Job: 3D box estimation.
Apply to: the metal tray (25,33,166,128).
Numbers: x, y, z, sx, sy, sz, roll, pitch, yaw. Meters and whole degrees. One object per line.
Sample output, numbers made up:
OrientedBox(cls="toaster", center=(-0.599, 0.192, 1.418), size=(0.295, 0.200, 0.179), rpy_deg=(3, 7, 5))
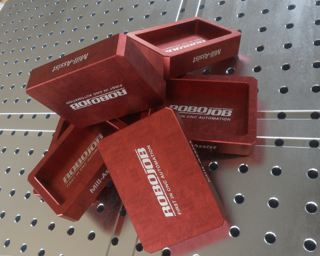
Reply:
OrientedBox(cls="metal tray", center=(-0.070, -0.046, 0.349), size=(0.130, 0.090, 0.030), rpy_deg=(-14, 56, 26))

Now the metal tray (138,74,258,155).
OrientedBox(cls="metal tray", center=(0.046, -0.020, 0.370), size=(0.130, 0.030, 0.090), rpy_deg=(4, 63, 11))

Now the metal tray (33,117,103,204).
OrientedBox(cls="metal tray", center=(-0.118, 0.039, 0.445), size=(0.090, 0.030, 0.130), rpy_deg=(-4, 59, 25))

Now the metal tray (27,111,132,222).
OrientedBox(cls="metal tray", center=(-0.098, 0.039, 0.394), size=(0.090, 0.030, 0.130), rpy_deg=(30, 78, 38))

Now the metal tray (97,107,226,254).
OrientedBox(cls="metal tray", center=(0.001, 0.054, 0.329), size=(0.090, 0.030, 0.130), rpy_deg=(-26, 86, 12))

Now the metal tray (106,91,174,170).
OrientedBox(cls="metal tray", center=(-0.022, -0.007, 0.422), size=(0.090, 0.030, 0.130), rpy_deg=(-3, 58, 24))

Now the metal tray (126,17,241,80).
OrientedBox(cls="metal tray", center=(0.032, -0.112, 0.415), size=(0.131, 0.030, 0.090), rpy_deg=(-24, 44, -29))

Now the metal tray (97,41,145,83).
OrientedBox(cls="metal tray", center=(-0.064, -0.084, 0.469), size=(0.090, 0.030, 0.130), rpy_deg=(-38, 35, 2))
